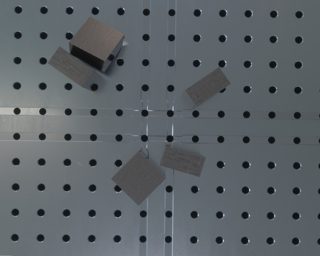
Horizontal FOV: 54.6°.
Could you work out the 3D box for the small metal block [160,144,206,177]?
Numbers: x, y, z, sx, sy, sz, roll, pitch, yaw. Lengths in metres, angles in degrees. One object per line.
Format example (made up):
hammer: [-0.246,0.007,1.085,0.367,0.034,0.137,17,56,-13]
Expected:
small metal block: [0.028,0.041,0.401,0.050,0.050,0.025,17,90,0]

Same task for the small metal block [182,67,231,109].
small metal block: [0.058,-0.050,0.401,0.050,0.050,0.025,-35,90,0]

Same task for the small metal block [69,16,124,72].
small metal block: [-0.082,-0.109,0.403,0.050,0.025,0.050,28,65,0]

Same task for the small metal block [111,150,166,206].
small metal block: [-0.028,0.065,0.413,0.050,0.025,0.050,45,90,0]

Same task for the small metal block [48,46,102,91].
small metal block: [-0.108,-0.075,0.400,0.050,0.050,0.025,35,91,0]
